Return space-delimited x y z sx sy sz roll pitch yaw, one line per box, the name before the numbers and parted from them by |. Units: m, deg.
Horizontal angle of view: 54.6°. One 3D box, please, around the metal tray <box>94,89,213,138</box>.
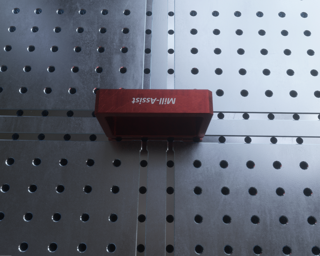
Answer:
metal tray | -0.006 -0.015 0.382 0.131 0.090 0.030 0 70 0
